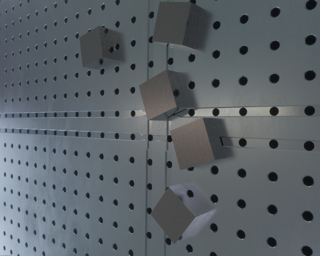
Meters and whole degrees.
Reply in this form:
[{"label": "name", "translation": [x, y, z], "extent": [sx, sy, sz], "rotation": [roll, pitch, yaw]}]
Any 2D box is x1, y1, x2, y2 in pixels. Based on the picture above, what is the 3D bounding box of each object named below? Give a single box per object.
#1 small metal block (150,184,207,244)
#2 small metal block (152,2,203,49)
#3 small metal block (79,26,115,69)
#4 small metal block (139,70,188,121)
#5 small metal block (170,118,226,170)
[{"label": "small metal block", "translation": [0.022, 0.108, 0.392], "extent": [0.050, 0.025, 0.050], "rotation": [45, 117, 30]}, {"label": "small metal block", "translation": [0.021, -0.130, 0.393], "extent": [0.050, 0.025, 0.050], "rotation": [20, 102, 38]}, {"label": "small metal block", "translation": [-0.100, -0.127, 0.494], "extent": [0.050, 0.025, 0.050], "rotation": [-13, 82, 39]}, {"label": "small metal block", "translation": [0.004, -0.042, 0.407], "extent": [0.050, 0.025, 0.050], "rotation": [-24, 75, 37]}, {"label": "small metal block", "translation": [0.045, 0.019, 0.373], "extent": [0.050, 0.025, 0.050], "rotation": [-23, 75, 37]}]
